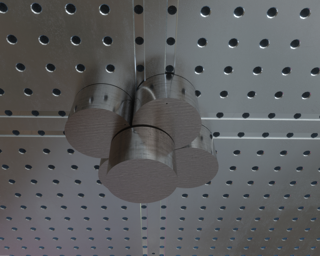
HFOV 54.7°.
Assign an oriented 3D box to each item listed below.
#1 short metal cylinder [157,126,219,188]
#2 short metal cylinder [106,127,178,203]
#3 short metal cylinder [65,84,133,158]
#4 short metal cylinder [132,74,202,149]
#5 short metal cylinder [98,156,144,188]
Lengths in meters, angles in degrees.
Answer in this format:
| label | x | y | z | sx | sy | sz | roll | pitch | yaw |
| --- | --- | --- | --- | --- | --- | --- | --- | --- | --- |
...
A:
| label | x | y | z | sx | sy | sz | roll | pitch | yaw |
| --- | --- | --- | --- | --- | --- | --- | --- | --- | --- |
| short metal cylinder | 0.037 | 0.038 | 0.428 | 0.081 | 0.050 | 0.079 | 0 | 130 | 0 |
| short metal cylinder | -0.021 | 0.045 | 0.365 | 0.081 | 0.050 | 0.079 | -1 | 132 | -1 |
| short metal cylinder | -0.072 | -0.008 | 0.387 | 0.081 | 0.050 | 0.079 | 0 | 130 | 0 |
| short metal cylinder | 0.008 | -0.018 | 0.379 | 0.081 | 0.050 | 0.079 | 0 | 130 | 0 |
| short metal cylinder | -0.043 | 0.049 | 0.435 | 0.081 | 0.050 | 0.079 | 0 | 130 | 0 |
